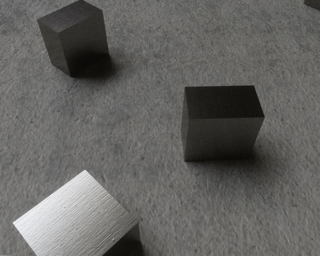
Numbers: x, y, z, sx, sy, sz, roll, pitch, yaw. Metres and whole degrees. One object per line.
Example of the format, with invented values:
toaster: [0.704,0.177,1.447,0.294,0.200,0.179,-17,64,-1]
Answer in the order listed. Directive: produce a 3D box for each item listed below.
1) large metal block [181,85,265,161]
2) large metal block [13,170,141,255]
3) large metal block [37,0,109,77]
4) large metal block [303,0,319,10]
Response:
large metal block: [0.069,-0.004,0.372,0.081,0.080,0.050,-2,50,-2]
large metal block: [-0.077,0.102,0.300,0.080,0.050,0.080,37,59,27]
large metal block: [-0.131,-0.140,0.484,0.050,0.080,0.080,35,58,25]
large metal block: [0.353,-0.270,0.619,0.080,0.050,0.080,-35,59,-26]
